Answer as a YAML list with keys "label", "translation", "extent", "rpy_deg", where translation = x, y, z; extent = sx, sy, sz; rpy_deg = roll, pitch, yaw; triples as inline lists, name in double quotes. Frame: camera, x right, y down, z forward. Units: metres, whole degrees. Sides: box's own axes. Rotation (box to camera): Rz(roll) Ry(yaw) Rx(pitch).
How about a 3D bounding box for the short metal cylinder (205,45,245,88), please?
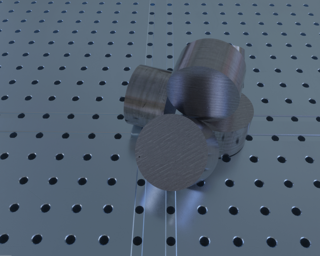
- label: "short metal cylinder"
  translation: [0.076, -0.081, 0.431]
  extent: [0.080, 0.080, 0.050]
  rpy_deg: [2, 90, 1]

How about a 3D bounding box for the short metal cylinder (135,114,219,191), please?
- label: "short metal cylinder"
  translation: [0.020, 0.026, 0.342]
  extent: [0.080, 0.050, 0.080]
  rpy_deg: [-1, 87, 23]

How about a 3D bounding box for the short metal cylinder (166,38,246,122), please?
- label: "short metal cylinder"
  translation: [0.053, -0.053, 0.350]
  extent: [0.080, 0.080, 0.050]
  rpy_deg: [14, 51, 11]

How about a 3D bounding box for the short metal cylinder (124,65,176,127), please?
- label: "short metal cylinder"
  translation: [-0.008, -0.038, 0.403]
  extent: [0.050, 0.080, 0.080]
  rpy_deg: [15, 52, 12]

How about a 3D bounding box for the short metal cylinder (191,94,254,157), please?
- label: "short metal cylinder"
  translation: [0.074, -0.009, 0.398]
  extent: [0.081, 0.050, 0.080]
  rpy_deg: [0, 49, 0]
